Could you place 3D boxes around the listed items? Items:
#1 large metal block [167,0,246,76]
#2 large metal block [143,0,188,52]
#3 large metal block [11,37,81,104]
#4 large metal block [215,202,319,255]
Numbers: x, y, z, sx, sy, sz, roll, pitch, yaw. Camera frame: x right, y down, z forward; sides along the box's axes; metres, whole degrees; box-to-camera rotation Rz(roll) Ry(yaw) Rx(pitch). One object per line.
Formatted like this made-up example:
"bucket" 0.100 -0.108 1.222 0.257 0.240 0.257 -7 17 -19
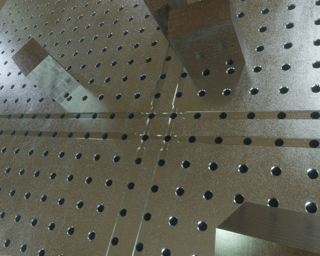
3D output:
"large metal block" 0.064 -0.122 0.415 0.080 0.080 0.050 -10 57 23
"large metal block" 0.014 -0.180 0.477 0.050 0.080 0.080 -30 52 9
"large metal block" -0.198 -0.099 0.539 0.050 0.080 0.080 -45 51 -3
"large metal block" 0.097 0.102 0.251 0.080 0.080 0.050 5 95 30
